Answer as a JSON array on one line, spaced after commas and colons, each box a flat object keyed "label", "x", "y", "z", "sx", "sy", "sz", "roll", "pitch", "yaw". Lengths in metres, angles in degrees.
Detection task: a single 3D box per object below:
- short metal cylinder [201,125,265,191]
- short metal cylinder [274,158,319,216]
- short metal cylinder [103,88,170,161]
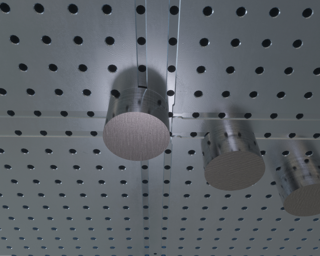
[{"label": "short metal cylinder", "x": 0.100, "y": 0.043, "z": 0.432, "sx": 0.081, "sy": 0.050, "sz": 0.079, "roll": 0, "pitch": 130, "yaw": 0}, {"label": "short metal cylinder", "x": 0.223, "y": 0.091, "z": 0.475, "sx": 0.081, "sy": 0.050, "sz": 0.079, "roll": 0, "pitch": 130, "yaw": 0}, {"label": "short metal cylinder", "x": -0.028, "y": -0.004, "z": 0.391, "sx": 0.081, "sy": 0.050, "sz": 0.079, "roll": 0, "pitch": 130, "yaw": 0}]
